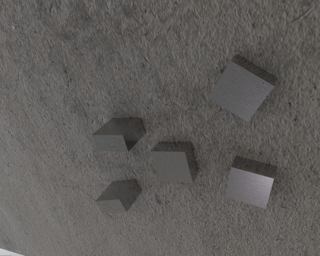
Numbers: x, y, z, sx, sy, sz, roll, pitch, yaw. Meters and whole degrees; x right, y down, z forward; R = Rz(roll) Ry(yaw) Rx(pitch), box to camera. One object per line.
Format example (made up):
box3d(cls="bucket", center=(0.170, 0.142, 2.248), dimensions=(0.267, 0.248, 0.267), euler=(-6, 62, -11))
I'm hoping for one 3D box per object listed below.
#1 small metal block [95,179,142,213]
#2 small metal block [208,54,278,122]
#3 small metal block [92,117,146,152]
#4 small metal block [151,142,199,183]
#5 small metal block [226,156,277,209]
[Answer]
box3d(cls="small metal block", center=(-0.065, 0.108, 0.492), dimensions=(0.050, 0.050, 0.025), euler=(-13, 112, 33))
box3d(cls="small metal block", center=(0.088, -0.043, 0.334), dimensions=(0.050, 0.025, 0.050), euler=(33, 129, 7))
box3d(cls="small metal block", center=(-0.055, 0.008, 0.425), dimensions=(0.050, 0.050, 0.025), euler=(-1, 118, 28))
box3d(cls="small metal block", center=(0.021, 0.047, 0.425), dimensions=(0.050, 0.025, 0.050), euler=(-1, 118, 29))
box3d(cls="small metal block", center=(0.114, 0.068, 0.389), dimensions=(0.050, 0.025, 0.050), euler=(14, 124, 20))
